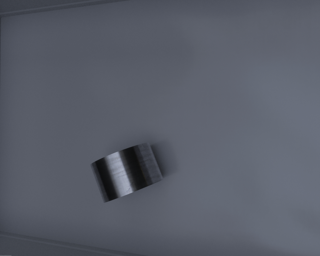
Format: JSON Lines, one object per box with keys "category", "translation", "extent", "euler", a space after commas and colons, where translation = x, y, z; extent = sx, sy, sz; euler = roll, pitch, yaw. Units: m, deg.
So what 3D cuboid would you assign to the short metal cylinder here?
{"category": "short metal cylinder", "translation": [-0.042, 0.057, 0.397], "extent": [0.080, 0.080, 0.050], "euler": [-24, 82, 18]}
